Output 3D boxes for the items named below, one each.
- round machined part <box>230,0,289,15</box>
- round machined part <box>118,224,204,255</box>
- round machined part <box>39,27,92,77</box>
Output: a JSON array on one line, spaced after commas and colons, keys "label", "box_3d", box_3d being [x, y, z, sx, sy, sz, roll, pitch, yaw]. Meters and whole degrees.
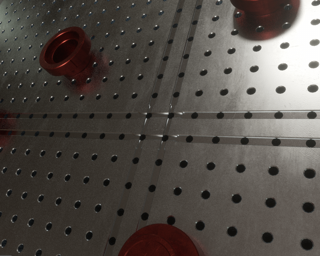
[{"label": "round machined part", "box_3d": [0.149, -0.201, 0.442, 0.098, 0.042, 0.098, -13, 56, 20]}, {"label": "round machined part", "box_3d": [-0.005, 0.145, 0.310, 0.098, 0.042, 0.098, -13, 56, 20]}, {"label": "round machined part", "box_3d": [-0.166, -0.133, 0.563, 0.098, 0.042, 0.098, -13, 56, 20]}]
